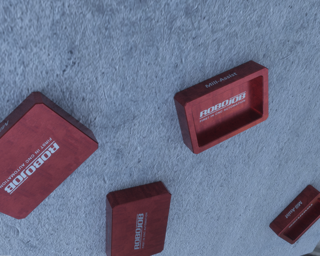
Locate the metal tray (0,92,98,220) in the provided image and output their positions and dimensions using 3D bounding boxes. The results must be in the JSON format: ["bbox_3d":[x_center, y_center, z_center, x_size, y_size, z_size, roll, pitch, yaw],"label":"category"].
[{"bbox_3d":[-0.146,0.034,0.345,0.130,0.030,0.090,-44,130,2],"label":"metal tray"}]

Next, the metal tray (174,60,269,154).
[{"bbox_3d":[0.090,-0.029,0.434,0.131,0.030,0.090,-25,128,-13],"label":"metal tray"}]

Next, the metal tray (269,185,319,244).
[{"bbox_3d":[0.318,0.198,0.699,0.130,0.030,0.090,-48,129,6],"label":"metal tray"}]

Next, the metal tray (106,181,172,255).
[{"bbox_3d":[-0.035,0.149,0.476,0.091,0.030,0.129,-8,122,-24],"label":"metal tray"}]
